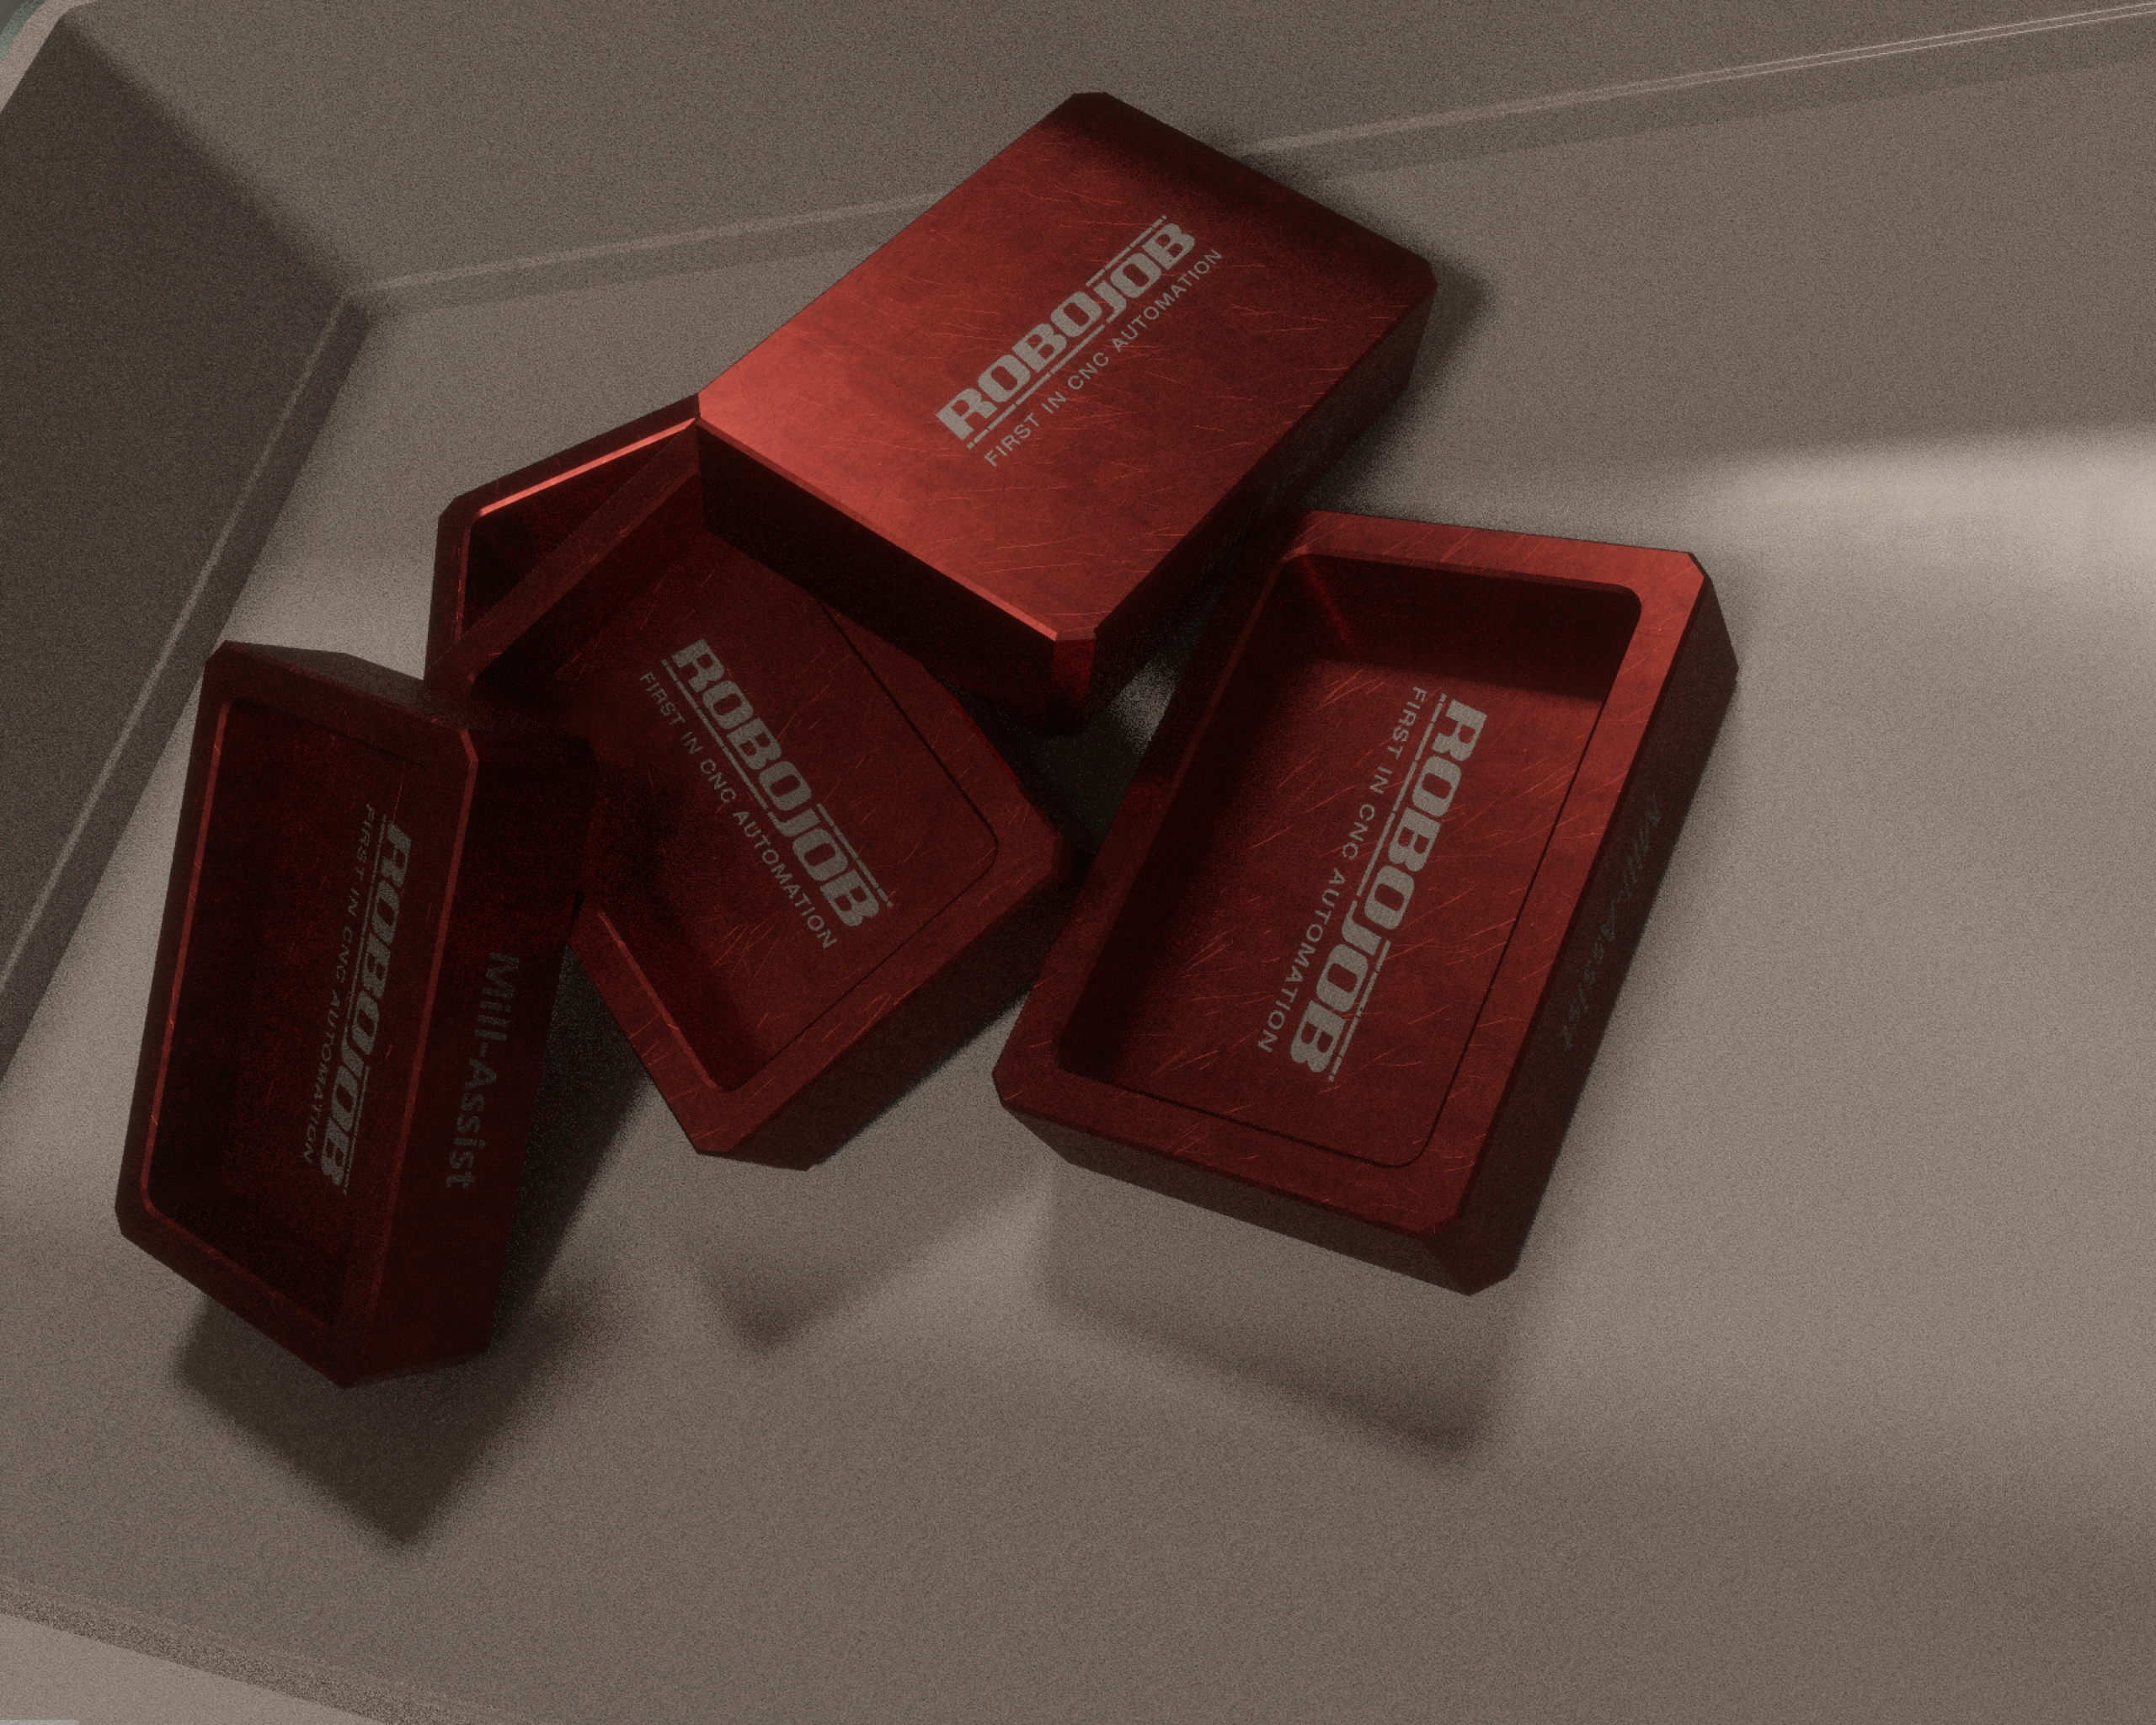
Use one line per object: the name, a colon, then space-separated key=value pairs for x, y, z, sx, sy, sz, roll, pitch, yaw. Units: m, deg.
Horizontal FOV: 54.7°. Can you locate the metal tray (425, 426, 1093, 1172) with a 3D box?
metal tray: x=-0.064 y=-0.016 z=0.414 sx=0.090 sy=0.030 sz=0.130 roll=-41 pitch=66 yaw=8

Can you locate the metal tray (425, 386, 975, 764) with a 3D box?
metal tray: x=-0.089 y=-0.065 z=0.485 sx=0.130 sy=0.030 sz=0.090 roll=-19 pitch=54 yaw=16

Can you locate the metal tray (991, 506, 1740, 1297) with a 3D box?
metal tray: x=0.052 y=0.001 z=0.371 sx=0.090 sy=0.030 sz=0.130 roll=13 pitch=68 yaw=33

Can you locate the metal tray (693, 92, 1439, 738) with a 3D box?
metal tray: x=0.000 y=-0.093 z=0.412 sx=0.090 sy=0.030 sz=0.131 roll=33 pitch=59 yaw=15

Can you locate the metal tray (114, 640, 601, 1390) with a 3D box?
metal tray: x=-0.148 y=0.028 z=0.421 sx=0.090 sy=0.030 sz=0.129 roll=19 pitch=100 yaw=35
